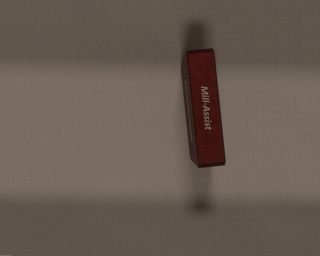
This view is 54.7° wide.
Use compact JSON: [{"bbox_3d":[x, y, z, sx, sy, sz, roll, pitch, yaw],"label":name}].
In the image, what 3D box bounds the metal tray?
[{"bbox_3d":[0.050,-0.022,0.379,0.030,0.090,0.129,-6,90,0],"label":"metal tray"}]
